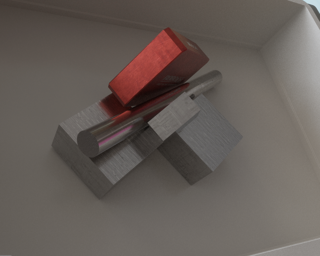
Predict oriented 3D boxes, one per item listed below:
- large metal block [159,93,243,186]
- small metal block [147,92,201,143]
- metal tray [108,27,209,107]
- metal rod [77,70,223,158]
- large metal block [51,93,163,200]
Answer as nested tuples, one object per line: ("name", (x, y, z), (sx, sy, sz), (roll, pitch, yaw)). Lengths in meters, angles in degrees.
("large metal block", (0.048, 0.014, 0.407), (0.080, 0.050, 0.080), (47, 51, 5))
("small metal block", (0.016, -0.009, 0.341), (0.050, 0.050, 0.025), (-40, 83, -2))
("metal tray", (0.005, -0.068, 0.373), (0.030, 0.090, 0.131), (52, 19, 7))
("metal rod", (0.014, -0.034, 0.386), (0.025, 0.025, 0.302), (49, 36, 6))
("large metal block", (-0.058, 0.018, 0.344), (0.080, 0.050, 0.080), (47, 51, 5))
